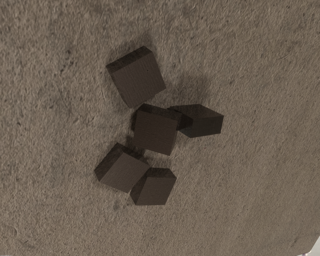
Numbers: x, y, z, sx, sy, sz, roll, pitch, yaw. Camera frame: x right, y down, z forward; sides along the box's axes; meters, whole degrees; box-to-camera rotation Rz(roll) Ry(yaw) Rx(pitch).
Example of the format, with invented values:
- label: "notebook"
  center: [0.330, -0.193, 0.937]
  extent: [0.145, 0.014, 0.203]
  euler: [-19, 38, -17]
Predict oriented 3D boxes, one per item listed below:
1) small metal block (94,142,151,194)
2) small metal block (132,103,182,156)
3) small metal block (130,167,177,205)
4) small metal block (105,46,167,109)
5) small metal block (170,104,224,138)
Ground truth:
- label: "small metal block"
  center: [-0.050, 0.054, 0.414]
  extent: [0.050, 0.025, 0.050]
  euler: [34, 99, -39]
- label: "small metal block"
  center: [-0.004, 0.002, 0.390]
  extent: [0.050, 0.025, 0.050]
  euler: [16, 117, 8]
- label: "small metal block"
  center: [-0.010, 0.086, 0.456]
  extent: [0.050, 0.025, 0.050]
  euler: [8, 114, -33]
- label: "small metal block"
  center: [-0.027, -0.058, 0.357]
  extent: [0.050, 0.025, 0.050]
  euler: [-31, 129, -9]
- label: "small metal block"
  center: [0.046, -0.011, 0.406]
  extent: [0.050, 0.050, 0.025]
  euler: [-7, 115, -33]
